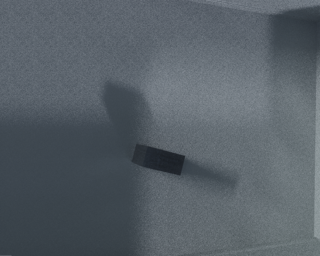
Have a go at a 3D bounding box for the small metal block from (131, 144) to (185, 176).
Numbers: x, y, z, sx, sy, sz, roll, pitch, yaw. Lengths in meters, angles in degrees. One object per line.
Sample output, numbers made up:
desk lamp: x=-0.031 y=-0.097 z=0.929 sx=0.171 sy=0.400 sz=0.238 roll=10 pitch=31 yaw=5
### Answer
small metal block: x=-0.003 y=0.040 z=0.396 sx=0.050 sy=0.050 sz=0.025 roll=16 pitch=85 yaw=-19
